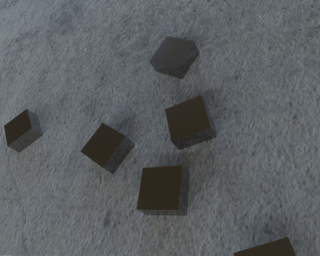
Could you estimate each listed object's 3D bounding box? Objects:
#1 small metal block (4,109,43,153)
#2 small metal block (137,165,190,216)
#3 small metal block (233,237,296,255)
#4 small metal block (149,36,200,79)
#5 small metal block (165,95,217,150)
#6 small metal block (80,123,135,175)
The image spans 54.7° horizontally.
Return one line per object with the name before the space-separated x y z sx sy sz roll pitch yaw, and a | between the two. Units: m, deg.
small metal block | -0.229 0.004 0.519 0.050 0.025 0.050 -36 51 4
small metal block | 0.005 0.072 0.356 0.050 0.025 0.050 -7 59 24
small metal block | 0.099 0.130 0.272 0.050 0.025 0.050 -23 53 14
small metal block | 0.021 -0.104 0.456 0.050 0.025 0.050 23 74 36
small metal block | 0.038 -0.006 0.387 0.050 0.025 0.050 -21 54 15
small metal block | -0.071 0.027 0.423 0.050 0.025 0.050 27 76 37
